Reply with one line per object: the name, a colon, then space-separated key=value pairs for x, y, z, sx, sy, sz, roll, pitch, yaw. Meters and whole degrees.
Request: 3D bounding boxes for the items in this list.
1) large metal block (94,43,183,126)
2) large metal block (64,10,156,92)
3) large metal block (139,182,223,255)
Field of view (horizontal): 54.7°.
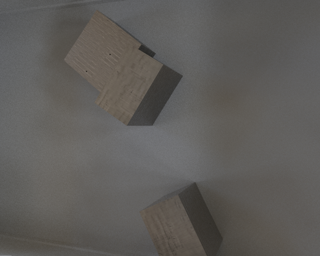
large metal block: x=-0.023 y=-0.050 z=0.389 sx=0.050 sy=0.080 sz=0.080 roll=35 pitch=101 yaw=16
large metal block: x=-0.067 y=-0.097 z=0.420 sx=0.080 sy=0.050 sz=0.080 roll=41 pitch=103 yaw=15
large metal block: x=0.029 y=0.118 z=0.371 sx=0.050 sy=0.080 sz=0.080 roll=-28 pitch=81 yaw=18
